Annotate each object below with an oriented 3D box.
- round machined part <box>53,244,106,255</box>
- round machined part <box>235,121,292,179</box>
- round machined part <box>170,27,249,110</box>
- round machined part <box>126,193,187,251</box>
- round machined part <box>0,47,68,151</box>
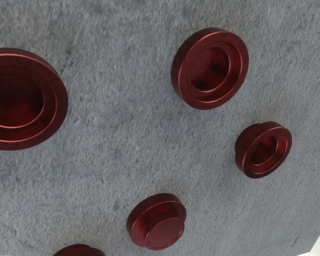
[{"bbox_3d":[-0.127,0.212,0.459,0.099,0.042,0.097,-14,125,-21],"label":"round machined part"},{"bbox_3d":[0.163,0.031,0.507,0.099,0.042,0.097,-14,125,-21],"label":"round machined part"},{"bbox_3d":[0.057,-0.075,0.382,0.099,0.042,0.097,-14,125,-21],"label":"round machined part"},{"bbox_3d":[0.000,0.155,0.494,0.099,0.042,0.097,-14,125,-21],"label":"round machined part"},{"bbox_3d":[-0.143,-0.030,0.299,0.099,0.042,0.097,-14,125,-21],"label":"round machined part"}]
